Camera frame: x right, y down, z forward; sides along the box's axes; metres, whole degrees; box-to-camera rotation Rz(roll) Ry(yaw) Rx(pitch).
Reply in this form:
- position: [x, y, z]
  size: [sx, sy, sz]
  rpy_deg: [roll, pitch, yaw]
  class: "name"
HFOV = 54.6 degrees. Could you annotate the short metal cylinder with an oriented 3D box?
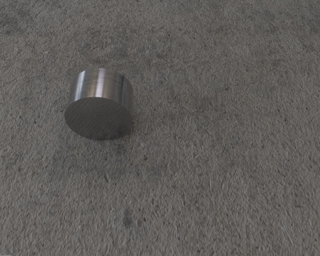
- position: [-0.074, -0.028, 0.391]
  size: [0.080, 0.080, 0.050]
  rpy_deg: [-1, 50, -1]
  class: "short metal cylinder"
